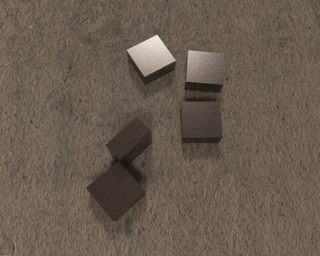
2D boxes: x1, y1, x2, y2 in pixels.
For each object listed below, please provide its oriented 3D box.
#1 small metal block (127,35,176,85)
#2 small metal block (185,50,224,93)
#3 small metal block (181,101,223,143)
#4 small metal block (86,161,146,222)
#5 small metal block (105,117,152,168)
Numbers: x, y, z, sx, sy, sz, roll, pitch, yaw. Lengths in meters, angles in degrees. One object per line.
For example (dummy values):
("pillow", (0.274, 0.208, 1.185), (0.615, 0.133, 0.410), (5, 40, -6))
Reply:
("small metal block", (-0.012, -0.097, 0.444), (0.050, 0.025, 0.050), (-30, 73, -11))
("small metal block", (0.063, -0.080, 0.438), (0.050, 0.025, 0.050), (5, 70, 1))
("small metal block", (0.054, -0.007, 0.411), (0.050, 0.025, 0.050), (-1, 70, -1))
("small metal block", (-0.053, 0.078, 0.379), (0.050, 0.025, 0.050), (-40, 75, -14))
("small metal block", (-0.037, 0.020, 0.387), (0.025, 0.050, 0.050), (43, 75, 13))
